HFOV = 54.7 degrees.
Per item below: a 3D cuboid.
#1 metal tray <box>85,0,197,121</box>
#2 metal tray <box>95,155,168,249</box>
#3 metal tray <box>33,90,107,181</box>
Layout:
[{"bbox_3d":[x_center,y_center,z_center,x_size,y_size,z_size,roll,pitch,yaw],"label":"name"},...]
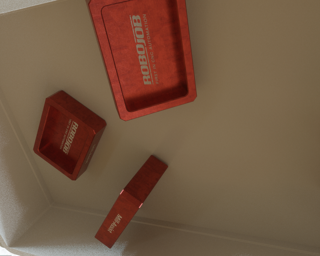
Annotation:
[{"bbox_3d":[-0.015,-0.079,0.324,0.091,0.030,0.129,-17,122,-9],"label":"metal tray"},{"bbox_3d":[-0.043,0.109,0.456,0.030,0.090,0.129,35,129,5],"label":"metal tray"},{"bbox_3d":[-0.147,0.016,0.492,0.090,0.030,0.129,35,129,4],"label":"metal tray"}]
